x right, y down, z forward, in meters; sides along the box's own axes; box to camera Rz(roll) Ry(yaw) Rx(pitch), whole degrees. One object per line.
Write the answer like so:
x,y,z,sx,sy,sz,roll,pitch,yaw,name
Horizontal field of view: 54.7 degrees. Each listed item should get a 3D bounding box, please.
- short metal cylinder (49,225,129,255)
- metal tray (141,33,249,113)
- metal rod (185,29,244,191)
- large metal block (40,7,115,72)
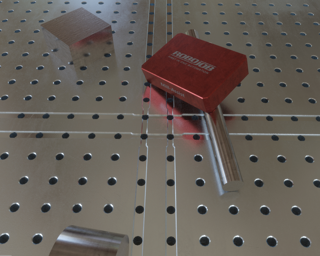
-0.061,0.128,0.264,0.050,0.080,0.080,8,51,6,short metal cylinder
0.048,-0.085,0.447,0.090,0.030,0.130,-45,51,-16,metal tray
0.069,-0.048,0.448,0.025,0.025,0.300,-4,50,-4,metal rod
-0.135,-0.149,0.516,0.080,0.050,0.080,-37,59,-27,large metal block
